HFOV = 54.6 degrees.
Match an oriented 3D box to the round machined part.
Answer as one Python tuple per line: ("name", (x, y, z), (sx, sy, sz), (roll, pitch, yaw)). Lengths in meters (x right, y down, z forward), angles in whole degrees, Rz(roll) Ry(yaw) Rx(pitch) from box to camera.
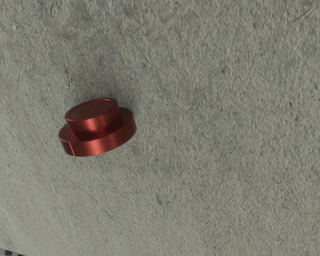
("round machined part", (-0.083, -0.007, 0.400), (0.098, 0.098, 0.042), (1, 119, 28))
